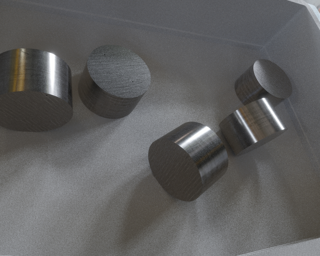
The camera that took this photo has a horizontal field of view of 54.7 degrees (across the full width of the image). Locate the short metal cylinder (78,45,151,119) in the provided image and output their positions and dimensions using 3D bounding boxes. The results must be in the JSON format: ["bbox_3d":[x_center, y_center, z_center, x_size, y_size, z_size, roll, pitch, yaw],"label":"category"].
[{"bbox_3d":[-0.059,-0.058,0.395,0.081,0.050,0.080,14,56,-21],"label":"short metal cylinder"}]

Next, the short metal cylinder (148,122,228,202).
[{"bbox_3d":[0.032,0.039,0.366,0.050,0.080,0.080,-30,79,-38],"label":"short metal cylinder"}]

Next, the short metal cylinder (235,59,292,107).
[{"bbox_3d":[0.177,-0.071,0.531,0.081,0.050,0.080,14,56,-21],"label":"short metal cylinder"}]

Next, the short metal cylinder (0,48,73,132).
[{"bbox_3d":[-0.133,-0.036,0.321,0.081,0.080,0.050,4,60,-27],"label":"short metal cylinder"}]

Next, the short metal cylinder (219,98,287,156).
[{"bbox_3d":[0.133,0.000,0.444,0.081,0.080,0.050,-15,70,-34],"label":"short metal cylinder"}]
